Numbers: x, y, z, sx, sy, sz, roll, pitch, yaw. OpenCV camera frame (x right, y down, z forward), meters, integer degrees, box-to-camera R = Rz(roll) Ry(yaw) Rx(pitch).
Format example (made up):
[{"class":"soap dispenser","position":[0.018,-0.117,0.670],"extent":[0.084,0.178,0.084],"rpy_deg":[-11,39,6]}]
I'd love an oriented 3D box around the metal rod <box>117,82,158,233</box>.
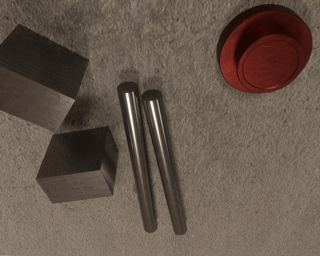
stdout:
[{"class":"metal rod","position":[-0.028,0.065,0.462],"extent":[0.025,0.025,0.298],"rpy_deg":[-3,130,2]}]

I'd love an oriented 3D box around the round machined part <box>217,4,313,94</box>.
[{"class":"round machined part","position":[0.113,-0.077,0.332],"extent":[0.099,0.042,0.097],"rpy_deg":[-1,130,0]}]

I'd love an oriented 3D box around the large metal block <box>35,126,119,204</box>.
[{"class":"large metal block","position":[-0.104,0.048,0.410],"extent":[0.080,0.080,0.050],"rpy_deg":[-9,130,7]}]

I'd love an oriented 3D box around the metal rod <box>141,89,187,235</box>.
[{"class":"metal rod","position":[0.013,0.072,0.469],"extent":[0.025,0.025,0.298],"rpy_deg":[-7,130,5]}]

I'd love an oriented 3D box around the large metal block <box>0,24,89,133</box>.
[{"class":"large metal block","position":[-0.128,-0.053,0.324],"extent":[0.080,0.080,0.050],"rpy_deg":[26,125,-21]}]
